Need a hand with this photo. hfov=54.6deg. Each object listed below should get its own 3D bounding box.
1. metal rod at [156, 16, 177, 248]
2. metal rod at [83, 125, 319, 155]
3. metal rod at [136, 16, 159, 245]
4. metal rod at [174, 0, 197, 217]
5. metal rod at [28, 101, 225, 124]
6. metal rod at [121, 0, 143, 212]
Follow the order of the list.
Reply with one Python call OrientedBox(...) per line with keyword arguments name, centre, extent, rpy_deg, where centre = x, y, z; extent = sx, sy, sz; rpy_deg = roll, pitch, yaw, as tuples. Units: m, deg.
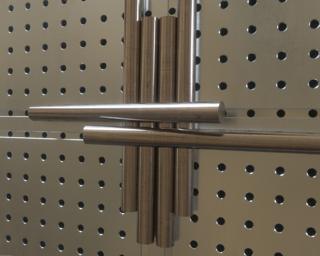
OrientedBox(name="metal rod", centre=(0.009, 0.005, 0.411), extent=(0.025, 0.025, 0.298), rpy_deg=(1, 90, 20))
OrientedBox(name="metal rod", centre=(0.053, 0.013, 0.372), extent=(0.301, 0.025, 0.025), rpy_deg=(2, 91, 11))
OrientedBox(name="metal rod", centre=(-0.016, 0.004, 0.417), extent=(0.025, 0.025, 0.298), rpy_deg=(1, 90, 20))
OrientedBox(name="metal rod", centre=(0.033, -0.038, 0.400), extent=(0.025, 0.025, 0.298), rpy_deg=(1, 90, 20))
OrientedBox(name="metal rod", centre=(-0.064, -0.020, 0.411), extent=(0.300, 0.025, 0.025), rpy_deg=(1, 91, 29))
OrientedBox(name="metal rod", centre=(-0.038, -0.037, 0.426), extent=(0.025, 0.025, 0.298), rpy_deg=(1, 90, 20))
